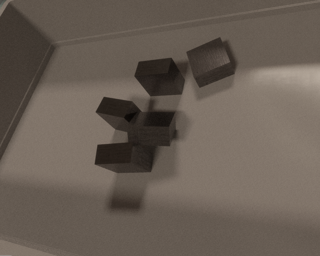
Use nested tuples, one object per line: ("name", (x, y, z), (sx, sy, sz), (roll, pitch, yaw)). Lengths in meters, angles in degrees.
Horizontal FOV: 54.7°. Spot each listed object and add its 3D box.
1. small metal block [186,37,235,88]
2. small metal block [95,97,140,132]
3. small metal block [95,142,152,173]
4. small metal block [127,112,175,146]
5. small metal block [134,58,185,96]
("small metal block", (0.068, -0.090, 0.424), (0.050, 0.025, 0.050), (-21, 54, 15))
("small metal block", (-0.050, -0.016, 0.424), (0.050, 0.050, 0.025), (12, 68, 33))
("small metal block", (-0.044, 0.038, 0.386), (0.050, 0.050, 0.025), (-5, 68, 25))
("small metal block", (-0.009, 0.000, 0.385), (0.050, 0.025, 0.050), (1, 22, 11))
("small metal block", (0.001, -0.069, 0.431), (0.050, 0.050, 0.025), (-1, 62, 27))
